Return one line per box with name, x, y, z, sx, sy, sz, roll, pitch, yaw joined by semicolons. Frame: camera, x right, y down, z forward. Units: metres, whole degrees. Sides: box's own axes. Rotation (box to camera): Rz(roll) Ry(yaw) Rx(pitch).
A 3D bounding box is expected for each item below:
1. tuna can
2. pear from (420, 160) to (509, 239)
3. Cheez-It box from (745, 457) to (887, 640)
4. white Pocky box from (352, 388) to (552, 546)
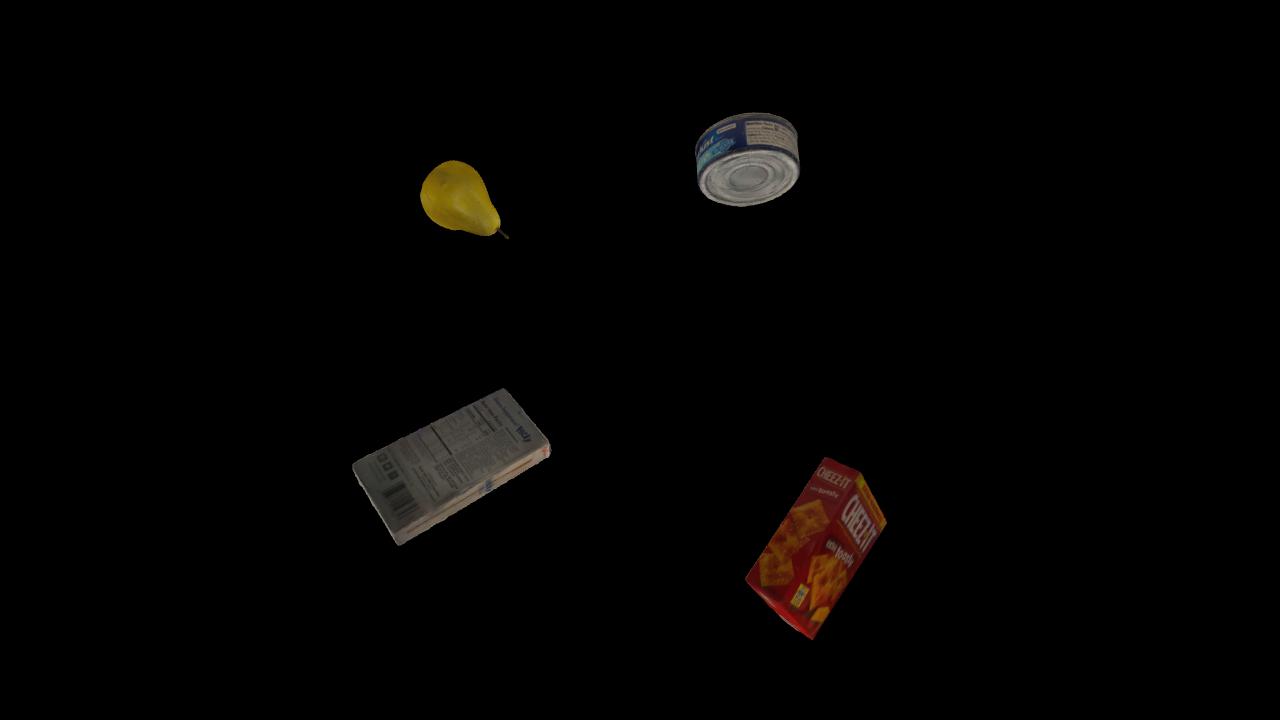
tuna can;0.088;-0.161;0.504;0.084;0.034;0.084;-1;-17;0
pear;-0.196;-0.176;0.714;0.111;0.080;0.080;42;-10;-12
Cheez-It box;0.268;0.282;0.917;0.071;0.223;0.166;23;-22;46
white Pocky box;-0.168;0.091;0.559;0.154;0.028;0.084;-29;57;-29
